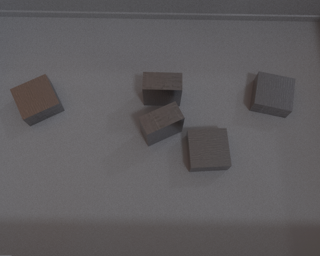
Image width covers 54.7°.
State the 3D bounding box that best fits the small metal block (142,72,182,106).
[{"bbox_3d":[0.003,-0.051,0.415,0.050,0.050,0.025,1,70,0],"label":"small metal block"}]

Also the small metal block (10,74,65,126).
[{"bbox_3d":[-0.166,-0.038,0.421,0.050,0.025,0.050,-27,73,-10],"label":"small metal block"}]

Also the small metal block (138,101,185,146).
[{"bbox_3d":[0.002,-0.004,0.398,0.050,0.050,0.025,-24,72,-9],"label":"small metal block"}]

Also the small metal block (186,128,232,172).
[{"bbox_3d":[0.062,0.029,0.400,0.050,0.025,0.050,-3,70,-2],"label":"small metal block"}]

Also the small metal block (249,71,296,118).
[{"bbox_3d":[0.155,-0.046,0.428,0.050,0.025,0.050,12,70,4],"label":"small metal block"}]
